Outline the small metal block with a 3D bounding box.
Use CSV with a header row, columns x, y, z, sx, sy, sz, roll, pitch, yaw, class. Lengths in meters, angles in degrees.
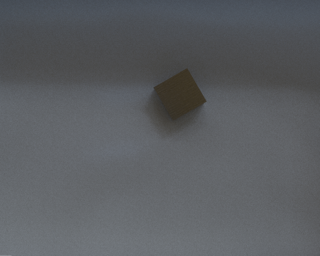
x,y,z,sx,sy,sz,roll,pitch,yaw,class
0.026,-0.043,0.412,0.050,0.025,0.050,-30,90,0,small metal block
